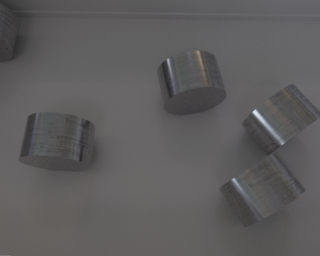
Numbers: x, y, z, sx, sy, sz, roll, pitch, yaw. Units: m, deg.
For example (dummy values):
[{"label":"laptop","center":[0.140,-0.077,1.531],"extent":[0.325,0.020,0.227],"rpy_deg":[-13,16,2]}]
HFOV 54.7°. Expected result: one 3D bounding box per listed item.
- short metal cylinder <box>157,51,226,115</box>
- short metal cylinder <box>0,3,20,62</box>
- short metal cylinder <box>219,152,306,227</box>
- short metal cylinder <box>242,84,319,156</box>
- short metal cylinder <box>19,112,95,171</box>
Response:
[{"label":"short metal cylinder","center":[0.040,-0.056,0.401],"extent":[0.081,0.080,0.050],"rpy_deg":[-9,71,-3]},{"label":"short metal cylinder","center":[-0.242,-0.134,0.428],"extent":[0.080,0.080,0.050],"rpy_deg":[3,70,1]},{"label":"short metal cylinder","center":[0.116,0.070,0.355],"extent":[0.080,0.080,0.050],"rpy_deg":[-29,73,-10]},{"label":"short metal cylinder","center":[0.150,-0.009,0.385],"extent":[0.080,0.080,0.050],"rpy_deg":[-33,74,-11]},{"label":"short metal cylinder","center":[-0.122,0.019,0.372],"extent":[0.080,0.080,0.050],"rpy_deg":[3,70,1]}]
